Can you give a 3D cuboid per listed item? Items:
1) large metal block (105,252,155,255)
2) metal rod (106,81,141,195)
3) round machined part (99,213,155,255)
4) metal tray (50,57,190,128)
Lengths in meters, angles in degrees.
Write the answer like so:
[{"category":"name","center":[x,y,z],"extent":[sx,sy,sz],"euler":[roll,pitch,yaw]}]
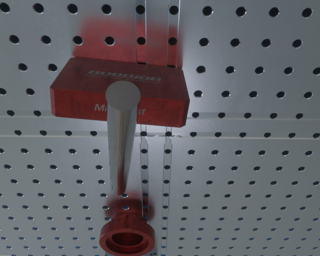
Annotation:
[{"category":"large metal block","center":[-0.059,0.285,0.637],"extent":[0.080,0.050,0.080],"euler":[-22,127,17]},{"category":"metal rod","center":[-0.046,0.036,0.359],"extent":[0.025,0.025,0.299],"euler":[6,156,-6]},{"category":"round machined part","center":[-0.058,0.191,0.563],"extent":[0.099,0.042,0.097],"euler":[0,130,0]},{"category":"metal tray","center":[-0.039,-0.041,0.331],"extent":[0.131,0.090,0.030],"euler":[5,121,-5]}]
